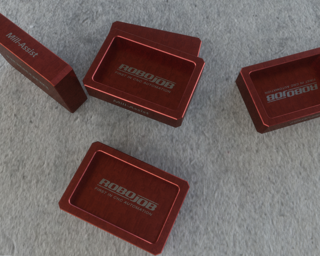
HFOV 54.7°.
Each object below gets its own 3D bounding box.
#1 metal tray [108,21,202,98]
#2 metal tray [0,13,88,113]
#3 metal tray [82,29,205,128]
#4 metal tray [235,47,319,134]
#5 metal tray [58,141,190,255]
[{"bbox_3d":[-0.014,-0.096,0.440,0.131,0.030,0.090,13,70,4],"label":"metal tray"},{"bbox_3d":[-0.160,-0.082,0.401,0.130,0.090,0.030,37,74,12],"label":"metal tray"},{"bbox_3d":[-0.019,-0.065,0.396,0.131,0.030,0.090,21,71,7],"label":"metal tray"},{"bbox_3d":[0.183,-0.053,0.427,0.131,0.030,0.090,-16,71,-6],"label":"metal tray"},{"bbox_3d":[-0.041,0.083,0.374,0.130,0.030,0.090,23,71,8],"label":"metal tray"}]
